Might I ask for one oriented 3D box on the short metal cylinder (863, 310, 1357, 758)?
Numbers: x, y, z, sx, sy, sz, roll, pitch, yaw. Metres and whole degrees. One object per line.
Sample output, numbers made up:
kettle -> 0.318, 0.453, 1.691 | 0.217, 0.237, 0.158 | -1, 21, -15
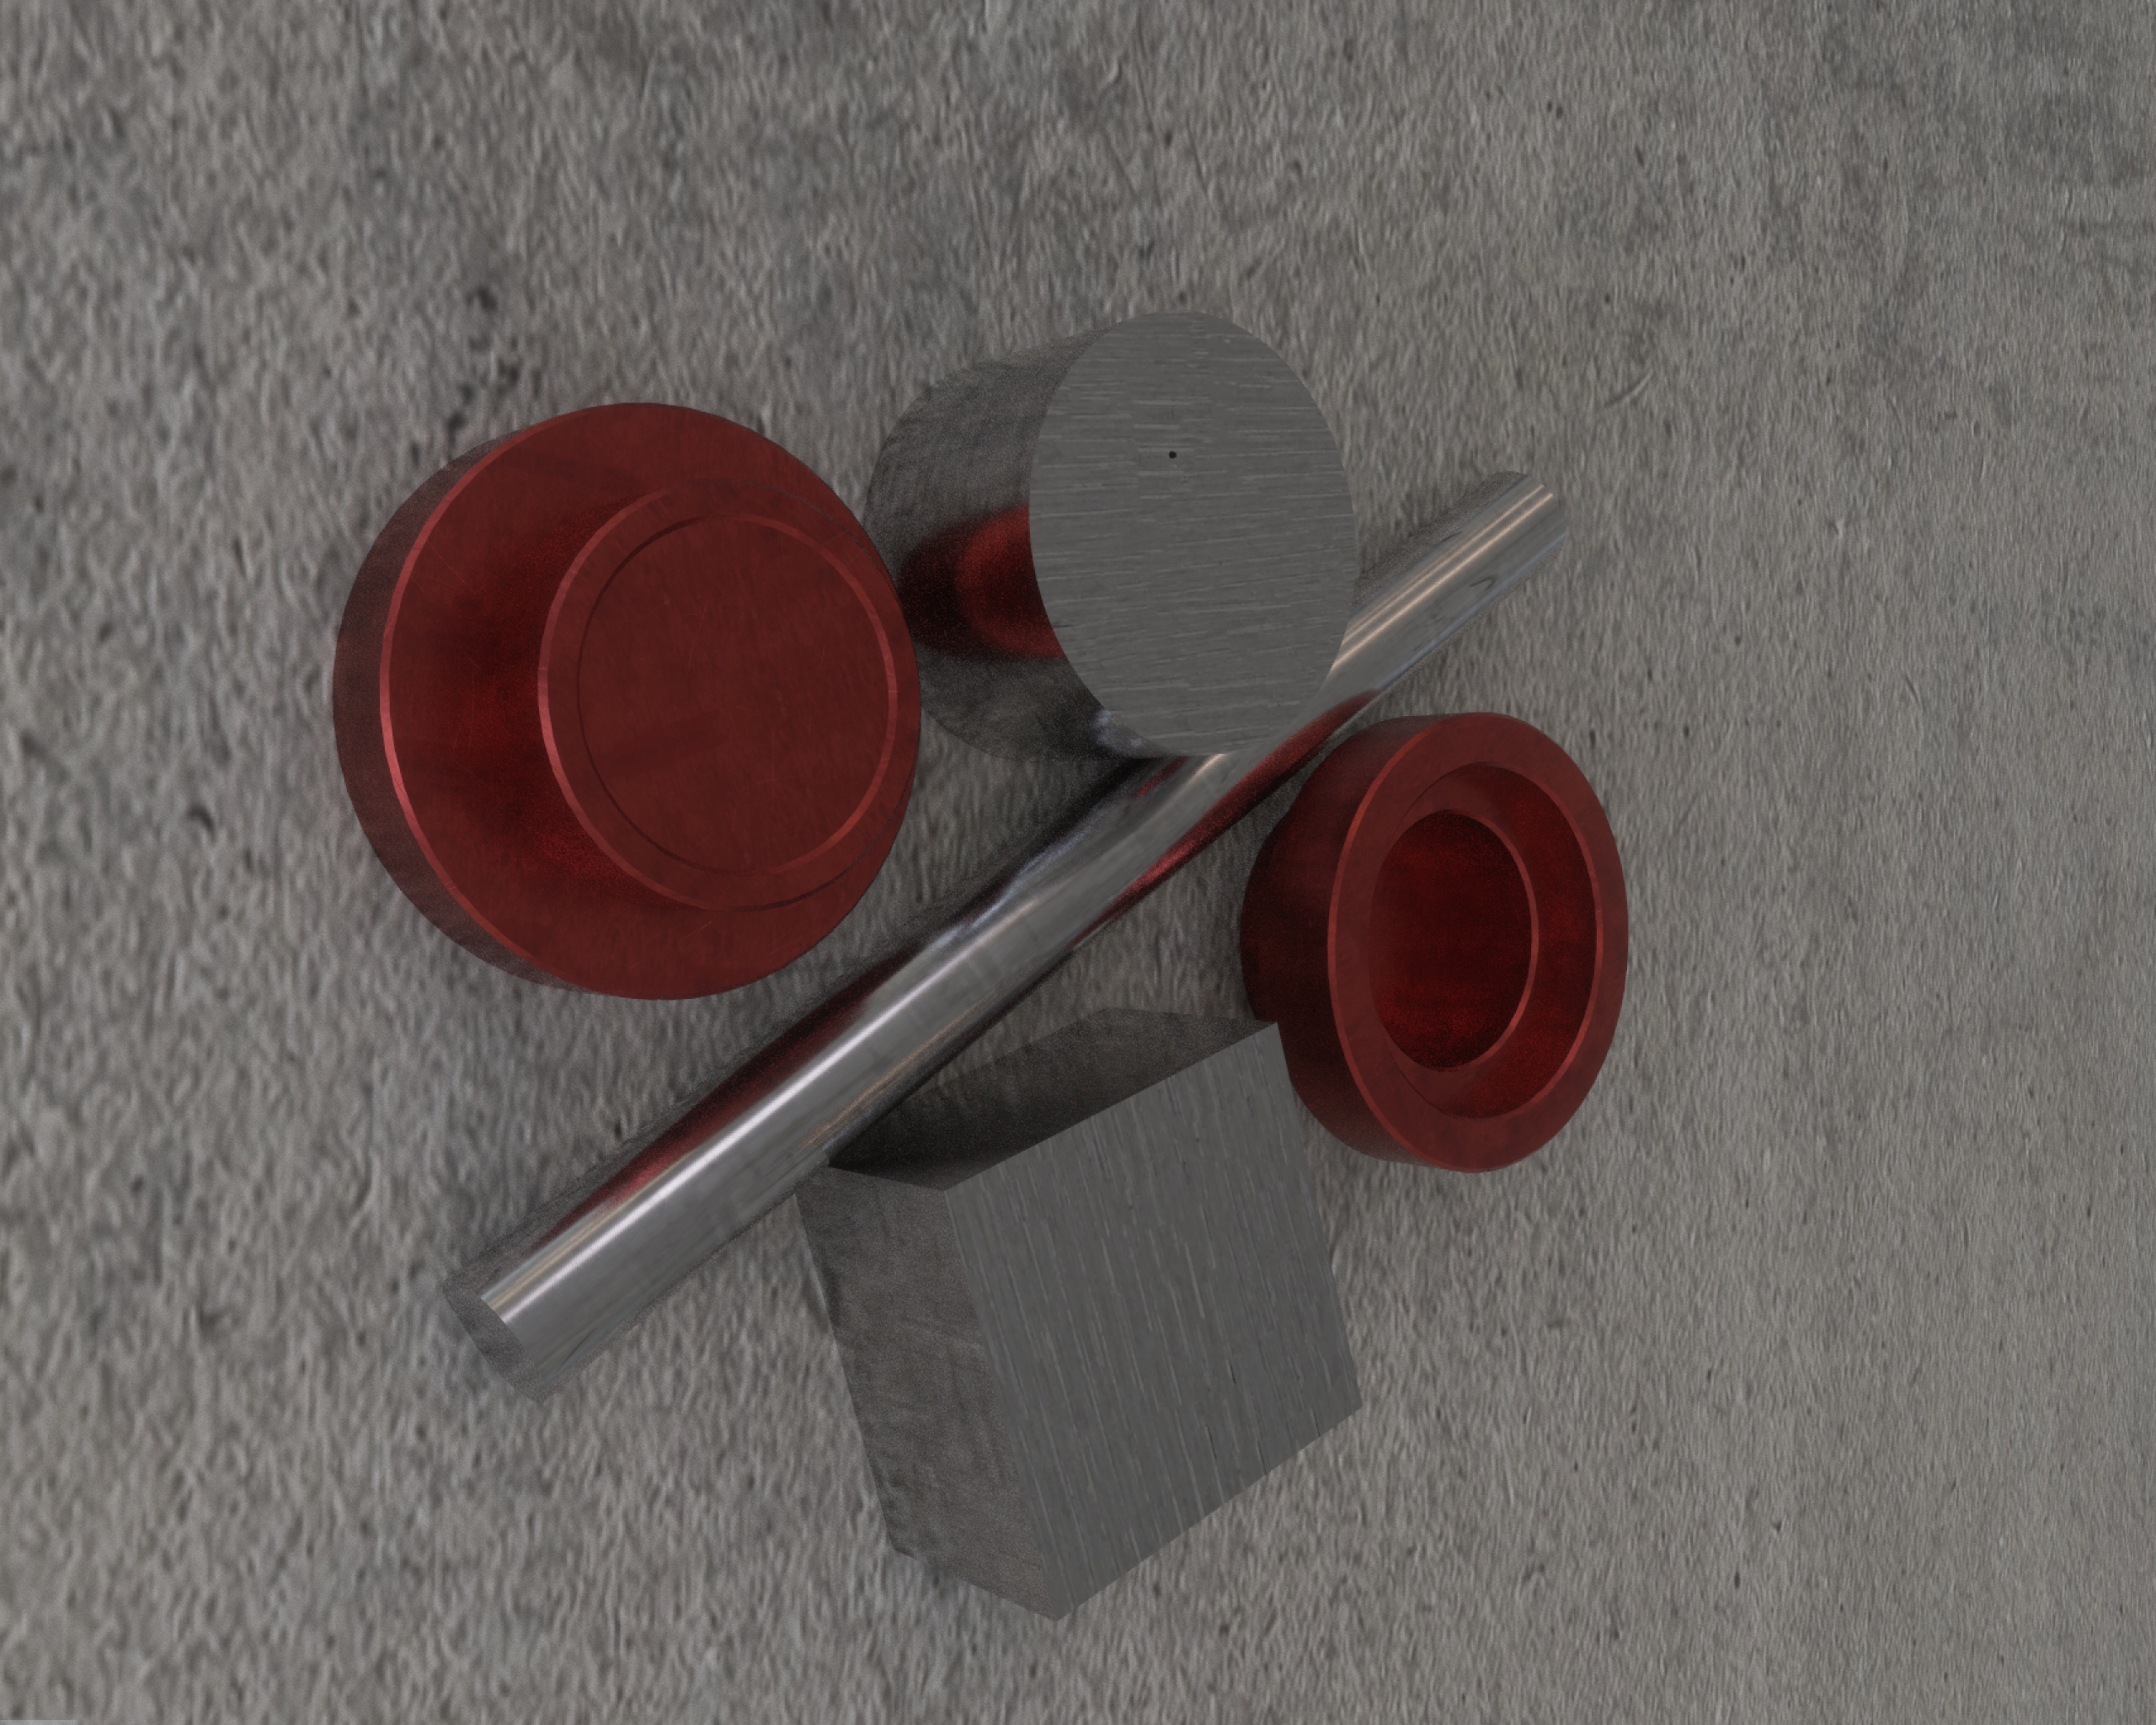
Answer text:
short metal cylinder -> 0.007, -0.059, 0.395 | 0.081, 0.050, 0.079 | 0, 90, -40

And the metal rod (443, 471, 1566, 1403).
metal rod -> 0.006, -0.003, 0.413 | 0.302, 0.025, 0.025 | -39, 114, -33

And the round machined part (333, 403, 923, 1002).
round machined part -> -0.065, -0.026, 0.340 | 0.099, 0.042, 0.097 | 0, 90, -40

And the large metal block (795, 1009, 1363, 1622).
large metal block -> 0.001, 0.079, 0.392 | 0.081, 0.050, 0.080 | -22, 104, -38

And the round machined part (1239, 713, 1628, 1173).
round machined part -> 0.074, 0.017, 0.457 | 0.099, 0.042, 0.097 | 0, 90, -40
